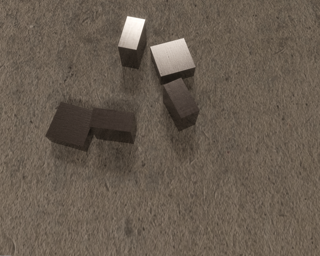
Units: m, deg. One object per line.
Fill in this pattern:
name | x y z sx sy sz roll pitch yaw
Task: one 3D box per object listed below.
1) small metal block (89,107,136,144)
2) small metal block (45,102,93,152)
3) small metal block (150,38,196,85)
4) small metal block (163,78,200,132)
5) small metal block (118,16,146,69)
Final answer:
small metal block | -0.058 -0.002 0.395 0.050 0.050 0.025 7 70 2
small metal block | -0.113 -0.001 0.407 0.050 0.025 0.050 16 71 5
small metal block | 0.018 -0.095 0.443 0.050 0.025 0.050 -16 71 -6
small metal block | 0.026 -0.029 0.406 0.025 0.050 0.050 -24 72 -9
small metal block | -0.038 -0.119 0.438 0.025 0.050 0.050 12 71 4
